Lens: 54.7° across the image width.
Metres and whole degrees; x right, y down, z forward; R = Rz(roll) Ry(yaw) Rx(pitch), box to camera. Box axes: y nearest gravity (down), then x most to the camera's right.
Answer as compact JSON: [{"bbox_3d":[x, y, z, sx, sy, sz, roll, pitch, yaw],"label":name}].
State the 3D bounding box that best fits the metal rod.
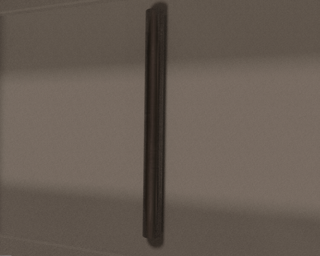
[{"bbox_3d":[-0.009,-0.006,0.412,0.025,0.025,0.298,1,90,19],"label":"metal rod"}]
